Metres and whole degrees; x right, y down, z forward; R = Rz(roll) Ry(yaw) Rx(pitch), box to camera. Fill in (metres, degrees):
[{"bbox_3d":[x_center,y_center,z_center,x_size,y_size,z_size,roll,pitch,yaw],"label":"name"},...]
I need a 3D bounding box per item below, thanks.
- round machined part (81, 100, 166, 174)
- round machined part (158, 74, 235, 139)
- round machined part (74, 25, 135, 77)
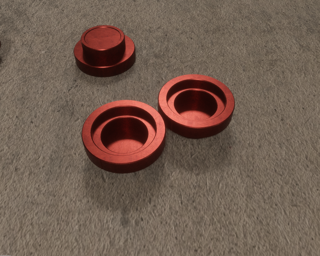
[{"bbox_3d":[-0.042,0.015,0.379,0.099,0.042,0.098,0,50,0],"label":"round machined part"},{"bbox_3d":[0.047,-0.024,0.413,0.099,0.042,0.098,0,50,0],"label":"round machined part"},{"bbox_3d":[-0.090,-0.130,0.500,0.099,0.042,0.098,0,50,0],"label":"round machined part"}]
